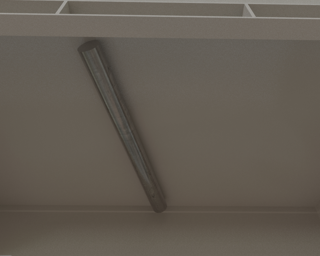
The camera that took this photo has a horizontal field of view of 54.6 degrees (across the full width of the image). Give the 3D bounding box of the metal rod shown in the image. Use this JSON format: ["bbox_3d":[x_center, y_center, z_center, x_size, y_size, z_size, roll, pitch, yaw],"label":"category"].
[{"bbox_3d":[-0.039,0.022,0.426,0.025,0.025,0.299,-12,129,9],"label":"metal rod"}]
